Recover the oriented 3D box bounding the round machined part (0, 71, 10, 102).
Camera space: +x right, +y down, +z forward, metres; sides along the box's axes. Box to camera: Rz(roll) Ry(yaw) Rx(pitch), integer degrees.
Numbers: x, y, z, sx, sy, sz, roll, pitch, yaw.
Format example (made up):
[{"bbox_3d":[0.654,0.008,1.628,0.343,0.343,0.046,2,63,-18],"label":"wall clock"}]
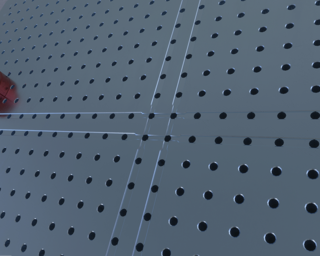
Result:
[{"bbox_3d":[-0.366,-0.082,0.642,0.098,0.042,0.098,-13,56,21],"label":"round machined part"}]
